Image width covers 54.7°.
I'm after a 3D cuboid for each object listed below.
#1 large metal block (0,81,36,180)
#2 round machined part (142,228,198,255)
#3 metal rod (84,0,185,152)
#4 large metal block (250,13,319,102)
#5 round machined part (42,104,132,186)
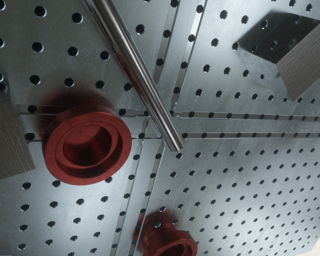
[{"bbox_3d":[-0.177,0.008,0.303,0.081,0.050,0.079,-17,125,-19],"label":"large metal block"},{"bbox_3d":[0.013,0.214,0.540,0.099,0.042,0.097,-14,124,-21],"label":"round machined part"},{"bbox_3d":[-0.034,-0.077,0.344,0.025,0.025,0.299,-34,129,-6],"label":"metal rod"},{"bbox_3d":[0.187,-0.098,0.437,0.080,0.050,0.080,-43,130,1],"label":"large metal block"},{"bbox_3d":[-0.086,0.016,0.363,0.099,0.042,0.097,-14,124,-21],"label":"round machined part"}]
